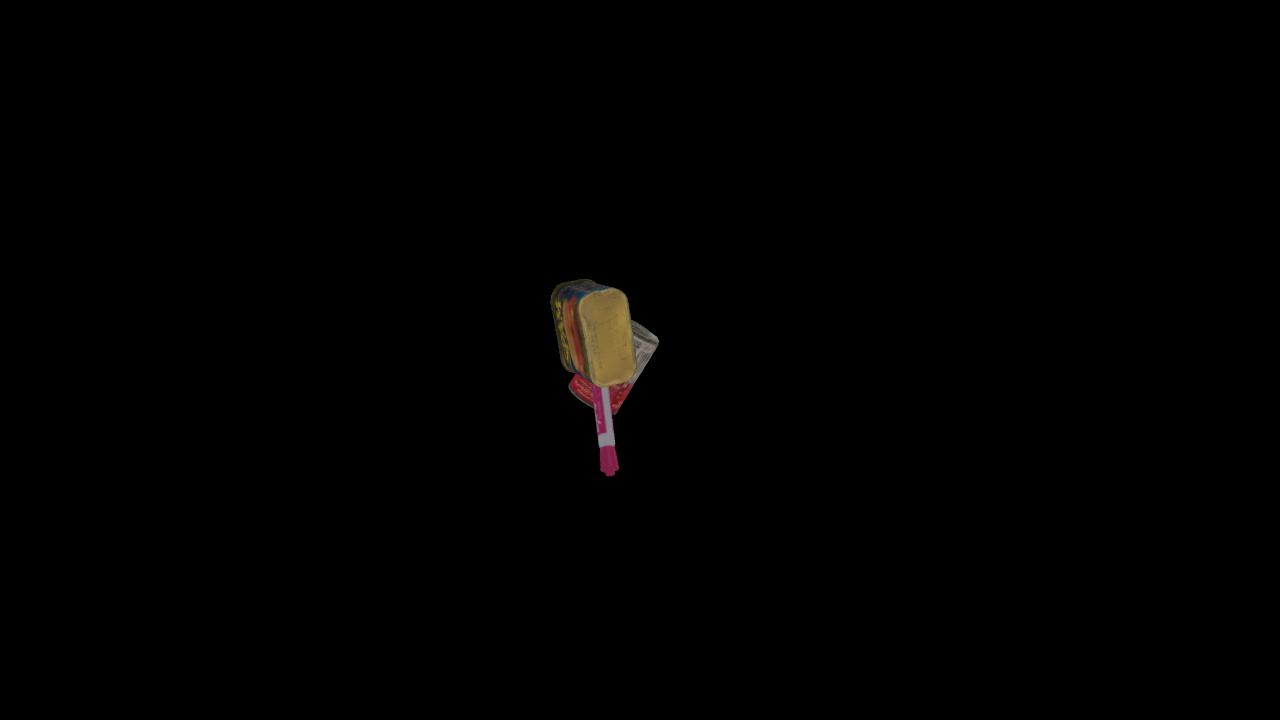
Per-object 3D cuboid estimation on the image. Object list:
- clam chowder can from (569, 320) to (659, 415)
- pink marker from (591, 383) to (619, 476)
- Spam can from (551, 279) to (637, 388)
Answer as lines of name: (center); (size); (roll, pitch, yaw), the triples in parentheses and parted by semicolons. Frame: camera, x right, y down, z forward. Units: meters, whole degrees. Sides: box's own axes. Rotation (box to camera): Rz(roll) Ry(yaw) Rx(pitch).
clam chowder can: (-0.030, 0.004, 0.722); (0.068, 0.102, 0.068); (30, 12, -7)
pink marker: (-0.037, 0.060, 0.636); (0.020, 0.121, 0.020); (-7, -26, -3)
Spam can: (-0.047, -0.028, 0.632); (0.058, 0.101, 0.085); (-15, 18, -22)
